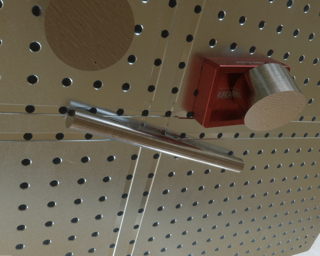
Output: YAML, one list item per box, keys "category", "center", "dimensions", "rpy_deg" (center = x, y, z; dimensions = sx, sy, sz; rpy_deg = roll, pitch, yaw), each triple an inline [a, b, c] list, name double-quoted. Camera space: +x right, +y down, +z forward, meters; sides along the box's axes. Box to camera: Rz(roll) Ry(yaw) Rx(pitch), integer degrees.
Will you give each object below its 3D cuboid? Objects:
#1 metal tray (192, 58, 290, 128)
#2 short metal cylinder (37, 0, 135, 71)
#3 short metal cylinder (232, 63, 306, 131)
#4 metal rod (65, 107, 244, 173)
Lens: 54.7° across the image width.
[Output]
- category: "metal tray"
  center: [0.116, -0.050, 0.442]
  dimensions: [0.131, 0.030, 0.089]
  rpy_deg: [-5, 121, -26]
- category: "short metal cylinder"
  center: [-0.071, -0.101, 0.295]
  dimensions: [0.081, 0.050, 0.079]
  rpy_deg: [-14, 125, -21]
- category: "short metal cylinder"
  center: [0.145, -0.040, 0.416]
  dimensions: [0.081, 0.050, 0.080]
  rpy_deg: [-8, 143, -6]
- category: "metal rod"
  center: [0.016, 0.026, 0.437]
  dimensions: [0.302, 0.025, 0.025]
  rpy_deg: [18, 109, -36]
